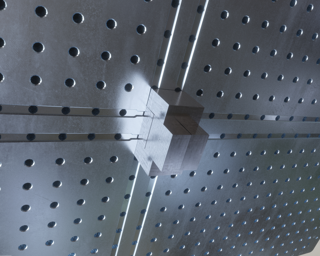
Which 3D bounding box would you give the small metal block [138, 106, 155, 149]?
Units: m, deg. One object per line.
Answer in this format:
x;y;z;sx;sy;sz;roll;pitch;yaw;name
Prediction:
0.003;0.000;0.412;0.050;0.025;0.050;2;117;-28;small metal block

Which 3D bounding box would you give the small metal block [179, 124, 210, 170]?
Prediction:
0.031;0.018;0.390;0.025;0.050;0.050;2;117;-28;small metal block

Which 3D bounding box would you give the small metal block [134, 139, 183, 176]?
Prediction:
0.000;0.039;0.418;0.050;0.050;0.025;1;118;-29;small metal block

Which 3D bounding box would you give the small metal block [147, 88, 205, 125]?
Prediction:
0.019;-0.026;0.387;0.050;0.050;0.025;2;118;-29;small metal block

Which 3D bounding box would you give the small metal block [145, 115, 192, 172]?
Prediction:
0.008;0.018;0.377;0.025;0.050;0.050;2;118;-29;small metal block
